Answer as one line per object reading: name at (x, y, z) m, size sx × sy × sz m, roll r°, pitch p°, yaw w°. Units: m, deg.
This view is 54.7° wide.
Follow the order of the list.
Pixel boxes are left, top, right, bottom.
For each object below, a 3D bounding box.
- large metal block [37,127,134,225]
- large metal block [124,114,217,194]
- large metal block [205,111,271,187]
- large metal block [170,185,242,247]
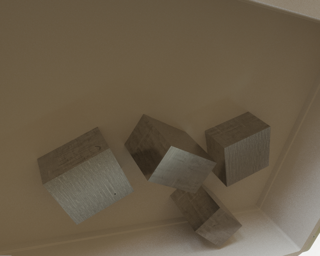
large metal block at (-0.089, 0.059, 0.381) m, size 0.080 × 0.050 × 0.080 m, roll -29°, pitch 129°, yaw -10°
large metal block at (0.012, 0.033, 0.402) m, size 0.080 × 0.080 × 0.050 m, roll 23°, pitch 106°, yaw -37°
large metal block at (0.121, 0.032, 0.481) m, size 0.081 × 0.050 × 0.080 m, roll -23°, pitch 127°, yaw -15°
large metal block at (0.073, 0.133, 0.498) m, size 0.050 × 0.080 × 0.080 m, roll -45°, pitch 130°, yaw 3°
